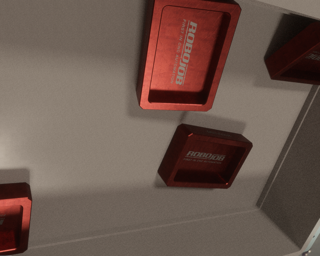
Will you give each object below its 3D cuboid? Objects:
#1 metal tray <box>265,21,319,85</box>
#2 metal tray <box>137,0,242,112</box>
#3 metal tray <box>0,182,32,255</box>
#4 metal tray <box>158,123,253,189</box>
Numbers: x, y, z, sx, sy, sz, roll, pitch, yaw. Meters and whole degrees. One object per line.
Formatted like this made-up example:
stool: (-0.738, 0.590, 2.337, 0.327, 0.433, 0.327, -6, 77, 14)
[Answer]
metal tray: (0.228, -0.100, 0.439, 0.131, 0.030, 0.090, 0, 156, -29)
metal tray: (0.027, -0.081, 0.347, 0.091, 0.030, 0.129, 1, 126, -14)
metal tray: (-0.221, 0.111, 0.353, 0.131, 0.030, 0.089, 1, 118, -29)
metal tray: (0.071, 0.047, 0.475, 0.131, 0.030, 0.089, 10, 114, -33)
